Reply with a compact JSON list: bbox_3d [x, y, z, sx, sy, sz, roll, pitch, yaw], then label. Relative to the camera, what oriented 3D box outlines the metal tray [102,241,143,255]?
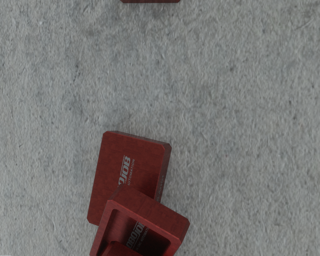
[{"bbox_3d":[-0.037,0.204,0.381,0.090,0.030,0.129,25,127,10],"label":"metal tray"}]

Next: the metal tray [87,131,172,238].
[{"bbox_3d":[-0.042,0.075,0.420,0.090,0.030,0.129,13,94,19],"label":"metal tray"}]

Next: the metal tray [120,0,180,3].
[{"bbox_3d":[-0.011,-0.236,0.409,0.090,0.030,0.129,8,93,19],"label":"metal tray"}]

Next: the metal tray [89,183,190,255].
[{"bbox_3d":[-0.029,0.135,0.373,0.090,0.030,0.129,28,128,8],"label":"metal tray"}]
